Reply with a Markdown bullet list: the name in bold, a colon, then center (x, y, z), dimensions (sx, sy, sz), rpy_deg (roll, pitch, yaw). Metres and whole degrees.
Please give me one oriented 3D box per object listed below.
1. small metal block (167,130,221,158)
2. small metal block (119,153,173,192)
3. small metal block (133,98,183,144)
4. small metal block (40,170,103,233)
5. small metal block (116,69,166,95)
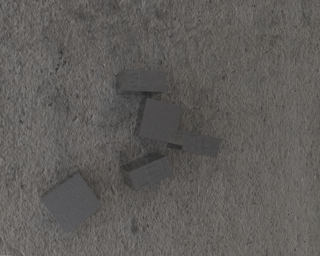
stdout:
- **small metal block**: center (0.044, 0.020, 0.412), dimensions (0.050, 0.050, 0.025), rpy_deg (14, 86, -20)
- **small metal block**: center (-0.019, 0.054, 0.389), dimensions (0.050, 0.050, 0.025), rpy_deg (-22, 98, -19)
- **small metal block**: center (-0.003, -0.009, 0.408), dimensions (0.050, 0.025, 0.050), rpy_deg (13, 86, -20)
- **small metal block**: center (-0.105, 0.087, 0.370), dimensions (0.050, 0.025, 0.050), rpy_deg (-36, 102, -17)
- **small metal block**: center (-0.025, -0.056, 0.386), dimensions (0.050, 0.050, 0.025), rpy_deg (0, 91, -20)
